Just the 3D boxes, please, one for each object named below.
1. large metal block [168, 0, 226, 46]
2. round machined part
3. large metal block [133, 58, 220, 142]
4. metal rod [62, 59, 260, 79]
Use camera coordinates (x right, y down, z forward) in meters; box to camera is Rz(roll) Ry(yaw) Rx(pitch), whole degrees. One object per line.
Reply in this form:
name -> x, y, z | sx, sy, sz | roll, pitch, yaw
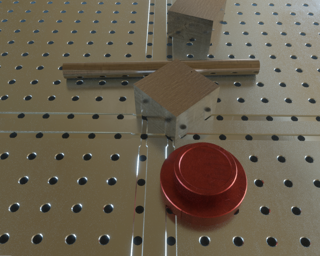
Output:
large metal block -> 0.067, -0.200, 0.560 | 0.080, 0.050, 0.080 | 19, 52, 15
round machined part -> 0.049, 0.055, 0.351 | 0.099, 0.042, 0.098 | 0, 50, 0
large metal block -> 0.022, -0.040, 0.425 | 0.080, 0.050, 0.080 | -36, 59, -26
metal rod -> 0.003, -0.093, 0.485 | 0.302, 0.025, 0.025 | -2, 50, -2
